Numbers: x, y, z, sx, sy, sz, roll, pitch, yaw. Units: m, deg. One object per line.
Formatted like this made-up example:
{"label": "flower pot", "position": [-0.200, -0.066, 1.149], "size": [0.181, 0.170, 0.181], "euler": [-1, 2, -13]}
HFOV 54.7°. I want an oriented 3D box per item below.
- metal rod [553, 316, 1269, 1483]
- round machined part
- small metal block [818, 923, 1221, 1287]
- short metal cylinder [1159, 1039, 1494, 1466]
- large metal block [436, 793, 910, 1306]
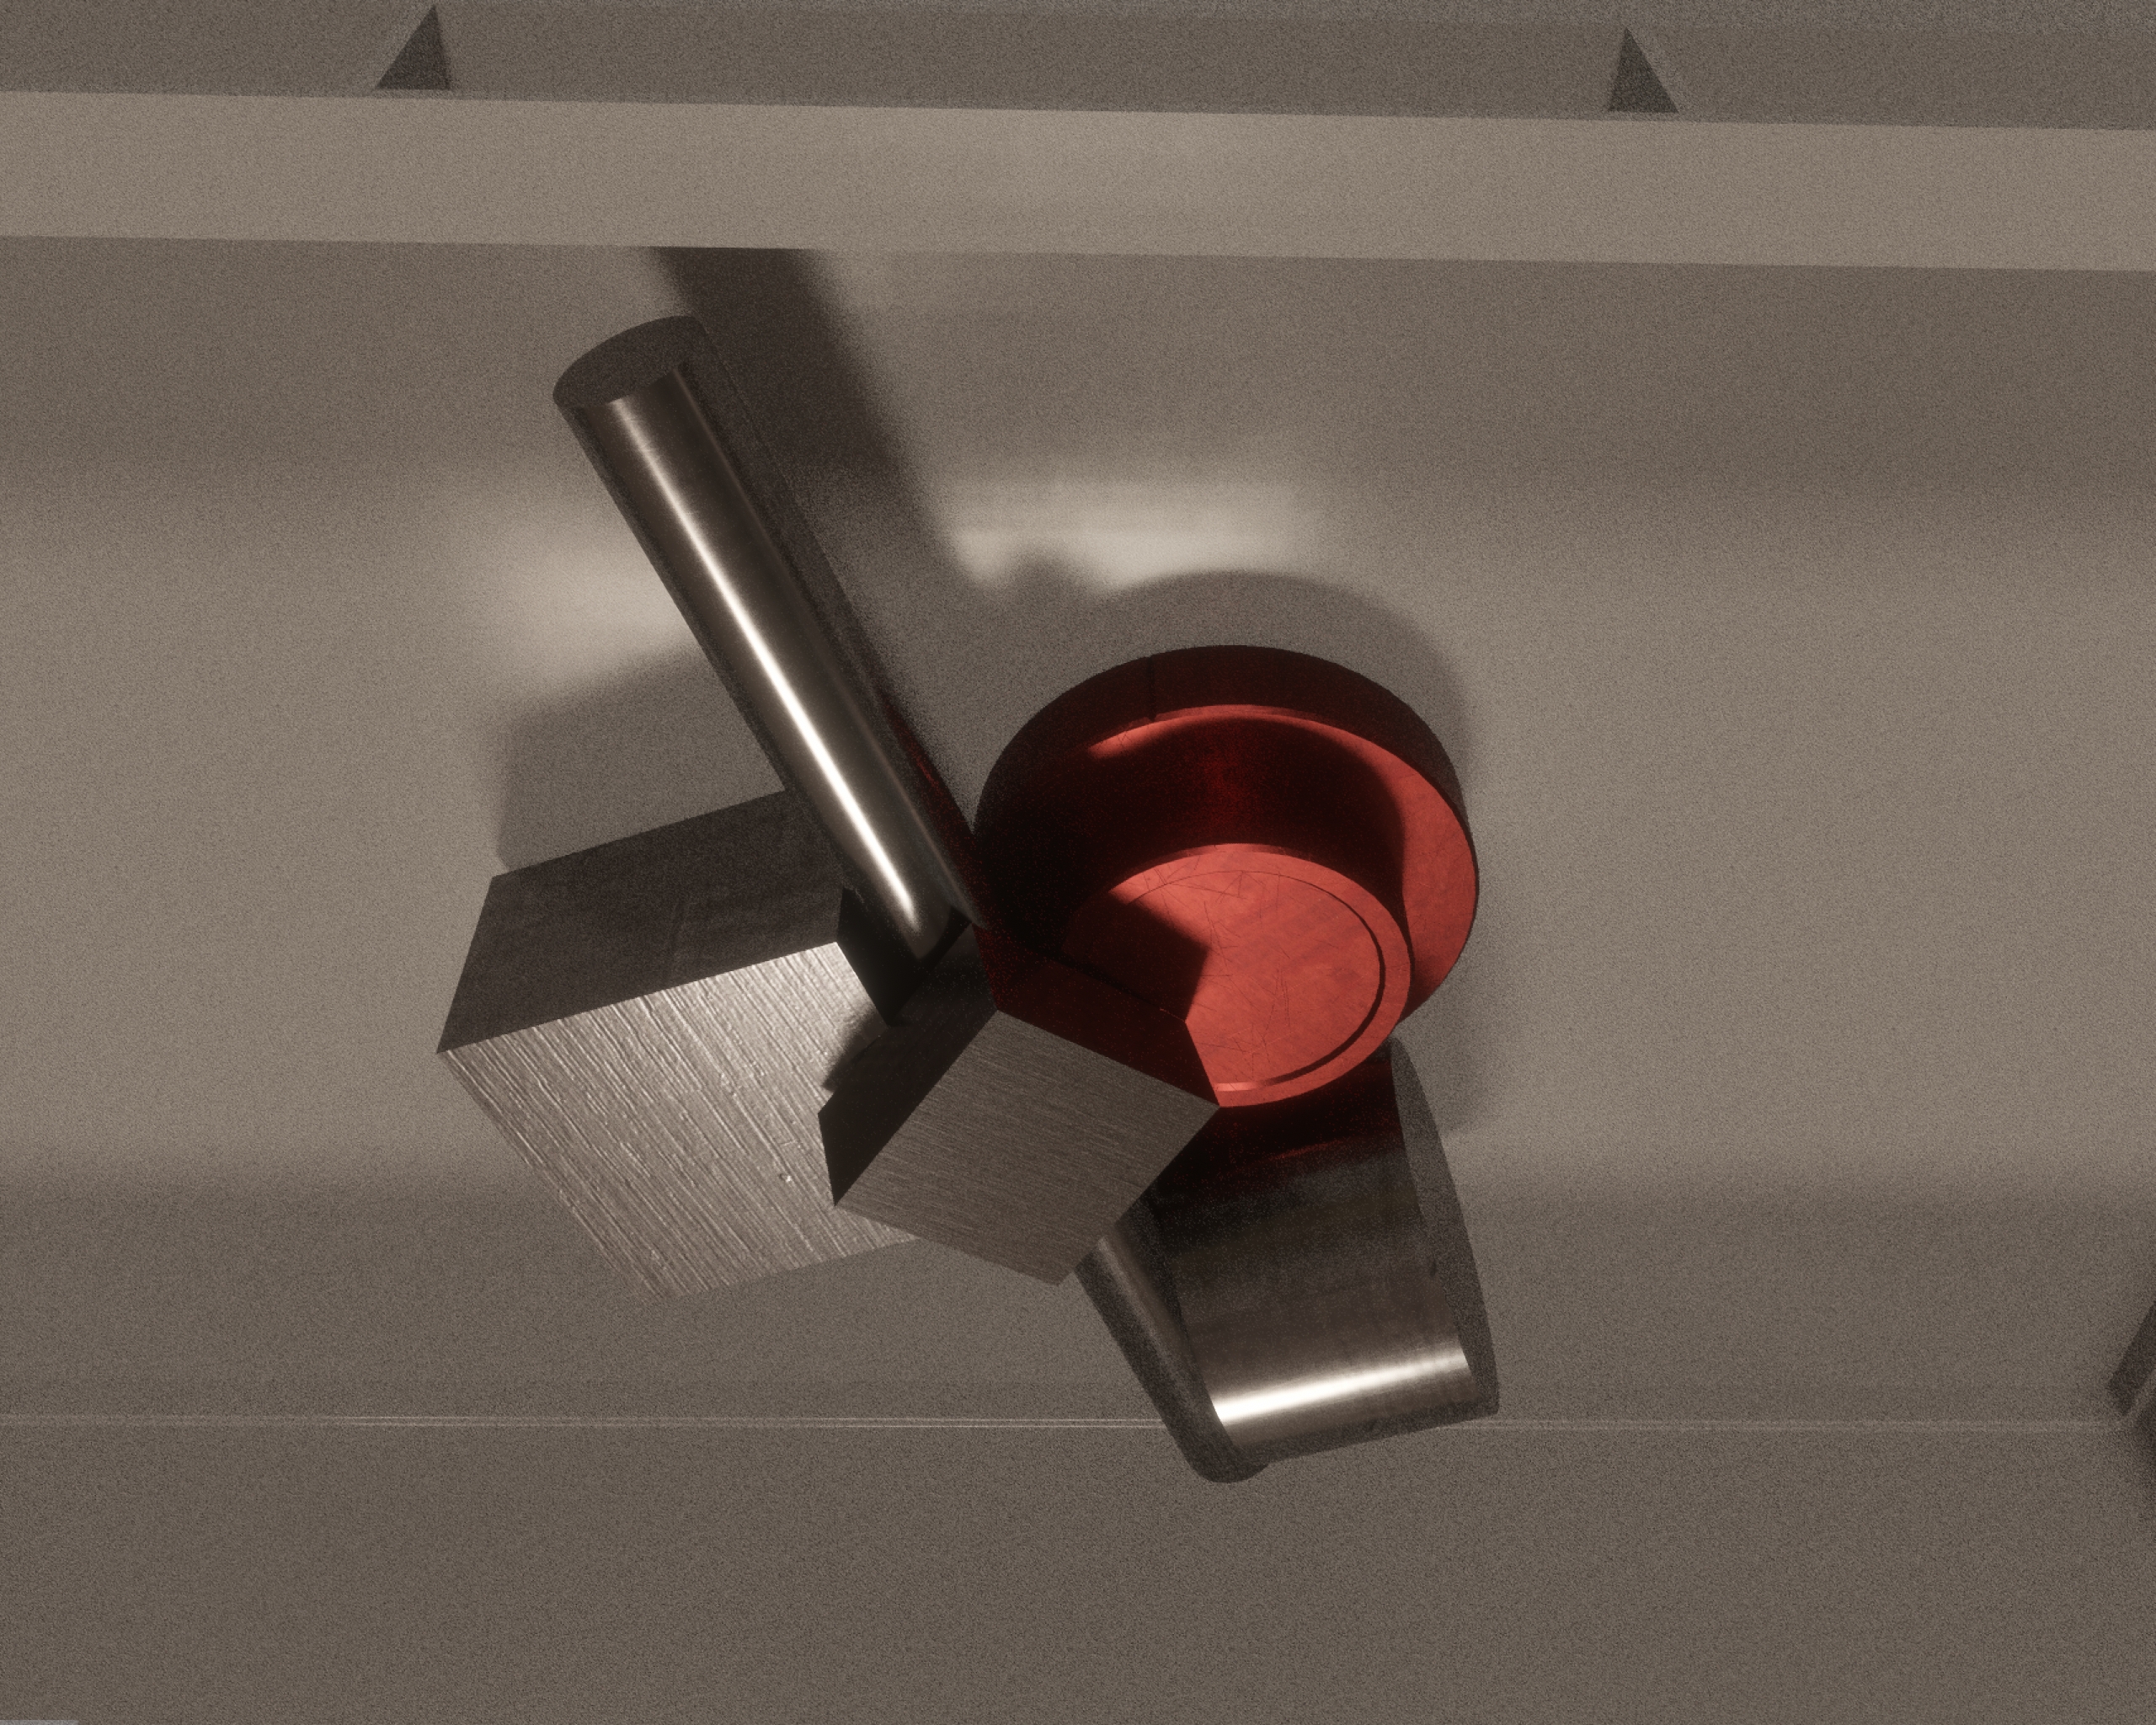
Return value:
{"label": "metal rod", "position": [-0.015, 0.031, 0.405], "size": [0.025, 0.025, 0.299], "euler": [-16, 129, 13]}
{"label": "round machined part", "position": [0.028, 0.010, 0.404], "size": [0.099, 0.042, 0.097], "euler": [-1, 130, 0]}
{"label": "small metal block", "position": [-0.011, 0.045, 0.382], "size": [0.050, 0.025, 0.050], "euler": [26, 114, -30]}
{"label": "short metal cylinder", "position": [0.053, 0.082, 0.442], "size": [0.050, 0.080, 0.080], "euler": [-16, 129, 13]}
{"label": "large metal block", "position": [-0.066, 0.037, 0.418], "size": [0.080, 0.050, 0.080], "euler": [-16, 129, 12]}
